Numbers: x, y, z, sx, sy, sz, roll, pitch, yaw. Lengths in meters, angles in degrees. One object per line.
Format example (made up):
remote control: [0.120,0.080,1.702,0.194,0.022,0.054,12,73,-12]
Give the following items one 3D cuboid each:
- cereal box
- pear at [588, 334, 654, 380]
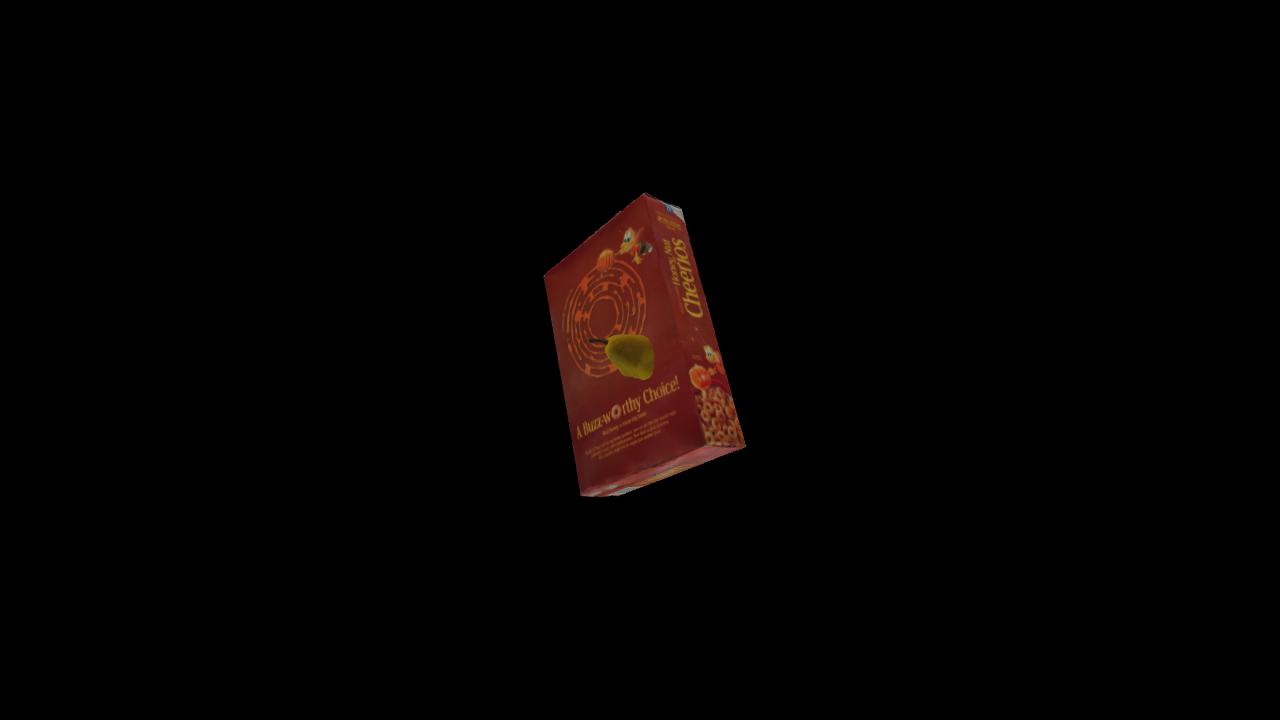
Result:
cereal box: [-0.009,-0.013,0.727,0.081,0.306,0.203,10,-30,-44]
pear: [0.000,-0.006,0.674,0.111,0.080,0.080,33,-16,-27]
